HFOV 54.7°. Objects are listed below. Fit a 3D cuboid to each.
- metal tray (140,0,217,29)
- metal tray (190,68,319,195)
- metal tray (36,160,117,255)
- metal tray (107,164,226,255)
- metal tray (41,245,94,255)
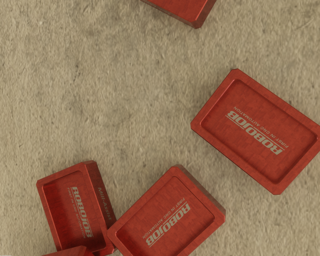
[{"bbox_3d":[0.016,-0.198,0.400,0.130,0.030,0.090,33,100,16],"label":"metal tray"},{"bbox_3d":[0.113,0.003,0.366,0.130,0.030,0.090,40,102,15],"label":"metal tray"},{"bbox_3d":[-0.116,0.122,0.445,0.090,0.030,0.129,-23,83,18],"label":"metal tray"},{"bbox_3d":[0.007,0.121,0.394,0.130,0.030,0.090,-46,79,8],"label":"metal tray"},{"bbox_3d":[-0.137,0.215,0.429,0.130,0.030,0.090,-20,118,18],"label":"metal tray"}]
